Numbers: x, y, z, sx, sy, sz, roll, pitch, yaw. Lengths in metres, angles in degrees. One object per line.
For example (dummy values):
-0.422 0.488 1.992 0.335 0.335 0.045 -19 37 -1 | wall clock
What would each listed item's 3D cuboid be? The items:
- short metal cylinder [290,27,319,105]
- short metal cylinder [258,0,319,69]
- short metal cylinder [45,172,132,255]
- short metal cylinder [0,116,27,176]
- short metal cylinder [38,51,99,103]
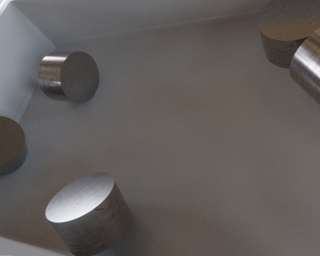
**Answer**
0.182 -0.063 0.313 0.080 0.080 0.050 -33 52 6 | short metal cylinder
0.165 -0.120 0.376 0.080 0.050 0.080 -13 56 20 | short metal cylinder
-0.079 0.095 0.349 0.080 0.050 0.080 -18 24 9 | short metal cylinder
-0.249 0.028 0.474 0.081 0.050 0.080 8 62 -15 | short metal cylinder
-0.144 -0.081 0.493 0.050 0.080 0.080 9 66 32 | short metal cylinder
